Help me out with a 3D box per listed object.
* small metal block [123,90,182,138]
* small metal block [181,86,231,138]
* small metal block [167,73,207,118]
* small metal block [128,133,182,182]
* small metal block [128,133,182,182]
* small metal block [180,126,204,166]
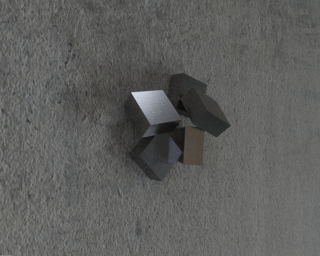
[{"bbox_3d":[-0.009,-0.019,0.384,0.050,0.025,0.050,-10,59,-40],"label":"small metal block"},{"bbox_3d":[0.060,-0.021,0.408,0.050,0.025,0.050,27,30,-37],"label":"small metal block"},{"bbox_3d":[0.037,-0.045,0.440,0.050,0.025,0.050,18,79,-39],"label":"small metal block"},{"bbox_3d":[-0.005,0.033,0.404,0.050,0.025,0.050,-53,121,-27],"label":"small metal block"},{"bbox_3d":[-0.005,0.033,0.404,0.050,0.025,0.050,-53,121,-27],"label":"small metal block"},{"bbox_3d":[0.043,0.024,0.426,0.025,0.050,0.050,4,87,-2],"label":"small metal block"}]
